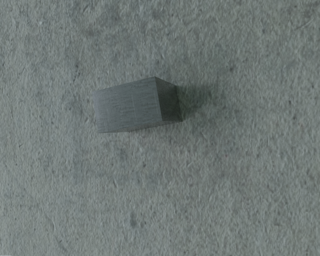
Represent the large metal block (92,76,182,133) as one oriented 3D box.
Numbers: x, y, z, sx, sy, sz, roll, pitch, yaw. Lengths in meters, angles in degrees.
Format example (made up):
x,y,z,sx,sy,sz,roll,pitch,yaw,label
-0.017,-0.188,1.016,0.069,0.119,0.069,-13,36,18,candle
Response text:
x,y,z,sx,sy,sz,roll,pitch,yaw,label
-0.025,-0.025,0.388,0.080,0.080,0.050,-11,87,19,large metal block
